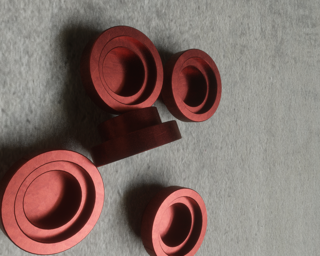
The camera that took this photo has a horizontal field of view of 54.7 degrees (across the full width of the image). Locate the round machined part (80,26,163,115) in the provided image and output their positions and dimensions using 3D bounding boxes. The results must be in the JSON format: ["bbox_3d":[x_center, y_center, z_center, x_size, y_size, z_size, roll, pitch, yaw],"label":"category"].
[{"bbox_3d":[-0.047,-0.063,0.356,0.099,0.042,0.097,0,90,-40],"label":"round machined part"}]

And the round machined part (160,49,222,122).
[{"bbox_3d":[0.038,-0.057,0.427,0.099,0.042,0.097,0,90,-40],"label":"round machined part"}]

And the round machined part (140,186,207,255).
[{"bbox_3d":[0.014,0.125,0.408,0.099,0.042,0.097,0,90,-40],"label":"round machined part"}]

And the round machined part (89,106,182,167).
[{"bbox_3d":[-0.029,0.007,0.337,0.099,0.098,0.042,-17,86,-39],"label":"round machined part"}]

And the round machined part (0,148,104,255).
[{"bbox_3d":[-0.108,0.068,0.304,0.099,0.042,0.097,0,91,-40],"label":"round machined part"}]
